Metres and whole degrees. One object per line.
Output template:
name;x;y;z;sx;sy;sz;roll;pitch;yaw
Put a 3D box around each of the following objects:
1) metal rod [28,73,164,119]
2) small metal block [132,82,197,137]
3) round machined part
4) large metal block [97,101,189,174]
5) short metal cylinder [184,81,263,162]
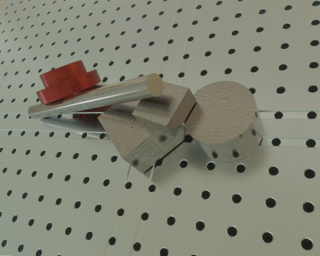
metal rod;-0.111;-0.036;0.431;0.300;0.025;0.025;-5;58;45
small metal block;0.005;-0.024;0.352;0.050;0.025;0.050;20;72;35
round machined part;-0.146;-0.075;0.483;0.098;0.042;0.098;-19;15;6
large metal block;-0.021;-0.003;0.401;0.080;0.050;0.080;-39;51;1
short metal cylinder;0.074;-0.007;0.357;0.080;0.050;0.080;-13;56;20
